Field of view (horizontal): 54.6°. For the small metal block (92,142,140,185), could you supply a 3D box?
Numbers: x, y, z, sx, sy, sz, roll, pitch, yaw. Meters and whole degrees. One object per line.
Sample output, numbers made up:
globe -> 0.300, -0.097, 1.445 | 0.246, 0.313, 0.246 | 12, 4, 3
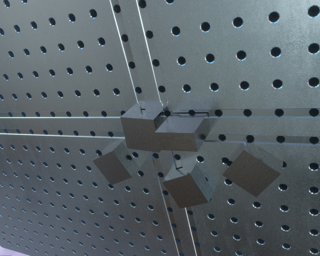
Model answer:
small metal block -> -0.068, 0.056, 0.483 | 0.050, 0.025, 0.050 | -26, 104, 37

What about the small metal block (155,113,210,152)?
small metal block -> 0.029, 0.004, 0.383 | 0.050, 0.050, 0.025 | 1, 119, 28

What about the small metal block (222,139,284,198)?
small metal block -> 0.114, 0.050, 0.382 | 0.050, 0.025, 0.050 | 34, 129, 6

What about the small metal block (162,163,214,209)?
small metal block -> 0.040, 0.084, 0.442 | 0.050, 0.025, 0.050 | -23, 106, 36

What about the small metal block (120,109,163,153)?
small metal block -> -0.022, 0.003, 0.425 | 0.050, 0.025, 0.050 | 5, 121, 25
